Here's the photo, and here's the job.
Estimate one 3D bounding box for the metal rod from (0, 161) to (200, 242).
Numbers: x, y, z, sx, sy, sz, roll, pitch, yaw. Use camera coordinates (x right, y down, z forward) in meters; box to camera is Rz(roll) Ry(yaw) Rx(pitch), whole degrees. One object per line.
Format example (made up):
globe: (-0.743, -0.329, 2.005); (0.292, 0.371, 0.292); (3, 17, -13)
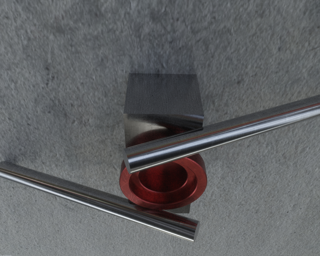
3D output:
metal rod: (-0.096, 0.091, 0.412); (0.301, 0.025, 0.025); (12, 133, 19)

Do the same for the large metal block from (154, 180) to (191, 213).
large metal block: (0.000, 0.071, 0.433); (0.081, 0.080, 0.050); (1, 130, -1)

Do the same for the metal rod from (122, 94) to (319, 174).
metal rod: (0.108, -0.006, 0.335); (0.302, 0.025, 0.025); (-15, 132, -17)

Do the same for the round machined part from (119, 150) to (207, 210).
round machined part: (0.004, 0.050, 0.363); (0.099, 0.042, 0.097); (-1, 130, 0)

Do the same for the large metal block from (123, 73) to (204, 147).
large metal block: (0.003, -0.021, 0.355); (0.081, 0.080, 0.050); (1, 130, -1)
